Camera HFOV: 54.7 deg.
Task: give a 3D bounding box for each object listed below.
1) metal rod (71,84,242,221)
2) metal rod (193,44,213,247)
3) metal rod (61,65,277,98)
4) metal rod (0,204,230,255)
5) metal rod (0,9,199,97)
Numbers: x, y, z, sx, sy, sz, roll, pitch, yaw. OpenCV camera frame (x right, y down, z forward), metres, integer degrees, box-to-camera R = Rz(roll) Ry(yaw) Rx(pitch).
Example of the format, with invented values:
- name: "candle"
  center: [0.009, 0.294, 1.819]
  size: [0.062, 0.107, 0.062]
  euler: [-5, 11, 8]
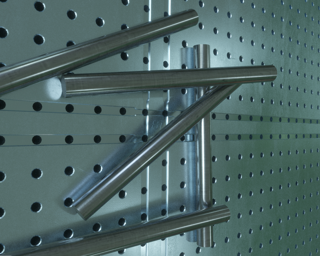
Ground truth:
- name: "metal rod"
  center: [0.016, 0.006, 0.403]
  size: [0.302, 0.025, 0.025]
  euler: [-39, 115, -26]
- name: "metal rod"
  center: [0.065, 0.027, 0.466]
  size: [0.025, 0.025, 0.298]
  euler: [-2, 92, -40]
- name: "metal rod"
  center: [0.032, -0.063, 0.395]
  size: [0.303, 0.025, 0.025]
  euler: [-8, 96, -27]
- name: "metal rod"
  center: [-0.030, 0.127, 0.368]
  size: [0.303, 0.025, 0.025]
  euler: [-1, 91, -35]
- name: "metal rod"
  center: [-0.058, -0.096, 0.361]
  size: [0.302, 0.025, 0.025]
  euler: [-31, 110, -36]
